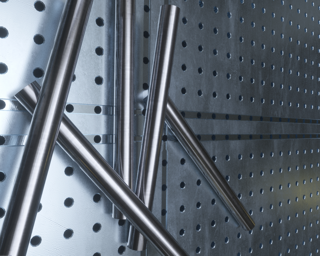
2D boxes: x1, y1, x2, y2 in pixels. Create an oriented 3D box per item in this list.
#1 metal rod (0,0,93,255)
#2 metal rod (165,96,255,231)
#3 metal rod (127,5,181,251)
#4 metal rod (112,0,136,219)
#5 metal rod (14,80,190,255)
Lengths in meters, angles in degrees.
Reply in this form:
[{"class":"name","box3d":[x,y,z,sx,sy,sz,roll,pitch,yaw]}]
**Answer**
[{"class":"metal rod","box3d":[-0.104,-0.005,0.284,0.025,0.025,0.299,21,75,-39]},{"class":"metal rod","box3d":[0.075,0.062,0.474,0.025,0.025,0.300,-52,121,-27]},{"class":"metal rod","box3d":[-0.008,0.001,0.384,0.025,0.025,0.298,7,92,-40]},{"class":"metal rod","box3d":[-0.043,-0.043,0.374,0.025,0.025,0.298,1,89,-40]},{"class":"metal rod","box3d":[-0.044,0.074,0.345,0.300,0.025,0.025,52,59,-17]}]
